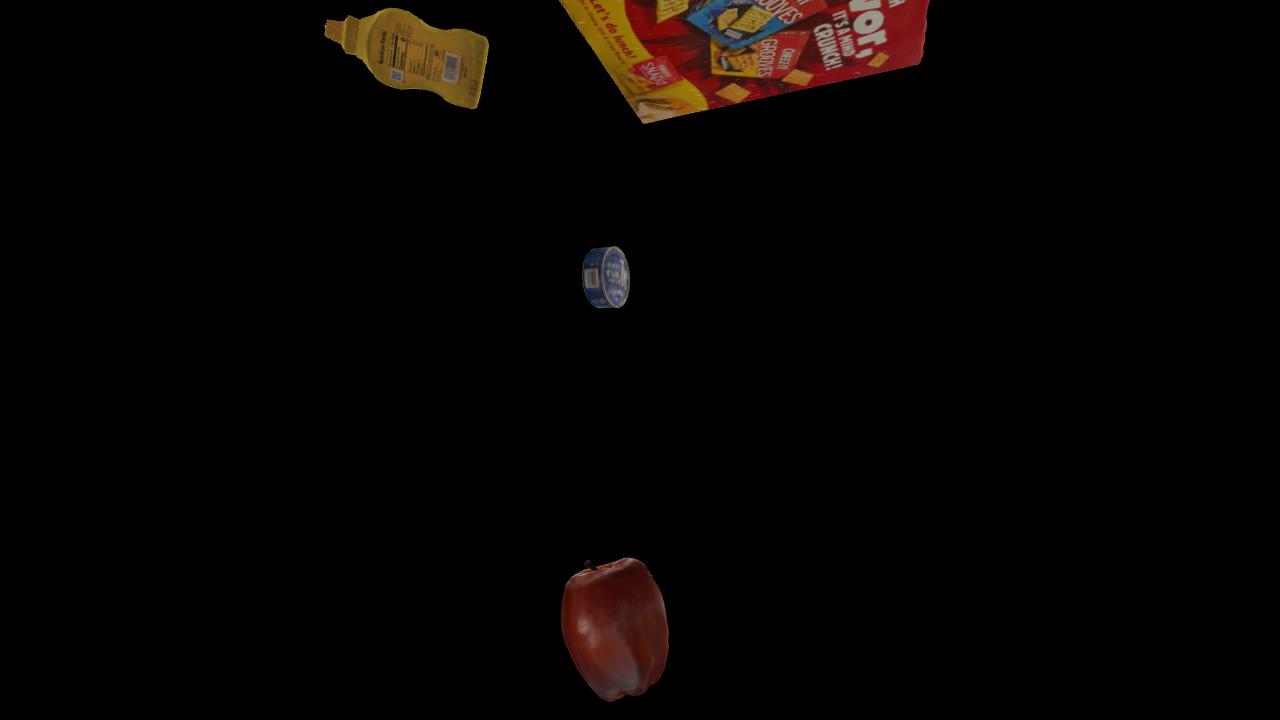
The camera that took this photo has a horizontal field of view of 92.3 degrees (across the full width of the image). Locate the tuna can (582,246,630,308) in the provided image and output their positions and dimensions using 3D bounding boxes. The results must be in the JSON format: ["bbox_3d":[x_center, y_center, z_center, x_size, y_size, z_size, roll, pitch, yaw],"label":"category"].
[{"bbox_3d":[-0.046,-0.112,0.843,0.034,0.084,0.084,-1,0,24],"label":"tuna can"}]

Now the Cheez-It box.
[{"bbox_3d":[0.075,-0.251,0.416,0.223,0.071,0.166,-5,-11,21],"label":"Cheez-It box"}]

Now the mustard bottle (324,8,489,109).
[{"bbox_3d":[-0.286,-0.379,0.757,0.184,0.092,0.054,7,37,-24],"label":"mustard bottle"}]

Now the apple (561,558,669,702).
[{"bbox_3d":[-0.019,0.187,0.438,0.079,0.093,0.079,-19,-15,-5],"label":"apple"}]
